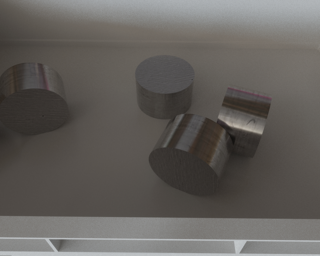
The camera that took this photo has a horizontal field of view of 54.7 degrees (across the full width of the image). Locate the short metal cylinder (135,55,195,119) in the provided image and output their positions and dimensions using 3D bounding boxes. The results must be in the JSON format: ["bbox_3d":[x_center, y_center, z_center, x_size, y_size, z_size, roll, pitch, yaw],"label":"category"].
[{"bbox_3d":[0.007,-0.058,0.438,0.081,0.050,0.080,0,50,0],"label":"short metal cylinder"}]

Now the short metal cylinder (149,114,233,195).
[{"bbox_3d":[0.035,0.030,0.344,0.080,0.080,0.050,19,53,15],"label":"short metal cylinder"}]

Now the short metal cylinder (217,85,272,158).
[{"bbox_3d":[0.099,-0.009,0.378,0.050,0.080,0.080,17,52,13],"label":"short metal cylinder"}]

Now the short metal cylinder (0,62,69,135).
[{"bbox_3d":[-0.163,-0.037,0.398,0.081,0.080,0.050,-14,52,-12],"label":"short metal cylinder"}]
